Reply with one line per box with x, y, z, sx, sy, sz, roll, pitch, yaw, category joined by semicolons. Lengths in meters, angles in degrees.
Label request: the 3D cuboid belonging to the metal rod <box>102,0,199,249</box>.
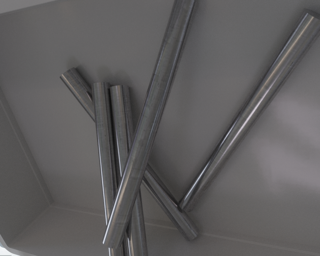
-0.016;0.007;0.353;0.025;0.025;0.298;22;105;15;metal rod

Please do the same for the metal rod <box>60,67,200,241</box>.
-0.040;0.042;0.448;0.025;0.025;0.299;-31;99;38;metal rod

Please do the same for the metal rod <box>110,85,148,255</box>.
-0.036;0.094;0.403;0.025;0.025;0.298;-7;89;31;metal rod

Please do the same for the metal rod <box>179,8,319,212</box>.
0.089;0.007;0.365;0.025;0.025;0.298;31;129;8;metal rod

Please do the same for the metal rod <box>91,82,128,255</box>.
-0.064;0.089;0.415;0.025;0.025;0.298;-5;91;30;metal rod
